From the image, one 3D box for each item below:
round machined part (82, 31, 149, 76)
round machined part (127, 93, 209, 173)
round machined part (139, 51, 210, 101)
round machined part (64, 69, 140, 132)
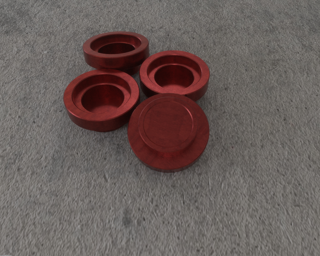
[{"bbox_3d":[-0.065,-0.110,0.476,0.099,0.042,0.098,-1,38,1],"label":"round machined part"},{"bbox_3d":[0.010,0.002,0.371,0.099,0.042,0.098,0,71,2],"label":"round machined part"},{"bbox_3d":[0.020,-0.066,0.447,0.099,0.042,0.098,0,50,0],"label":"round machined part"},{"bbox_3d":[-0.076,-0.033,0.419,0.099,0.042,0.098,0,50,0],"label":"round machined part"}]
